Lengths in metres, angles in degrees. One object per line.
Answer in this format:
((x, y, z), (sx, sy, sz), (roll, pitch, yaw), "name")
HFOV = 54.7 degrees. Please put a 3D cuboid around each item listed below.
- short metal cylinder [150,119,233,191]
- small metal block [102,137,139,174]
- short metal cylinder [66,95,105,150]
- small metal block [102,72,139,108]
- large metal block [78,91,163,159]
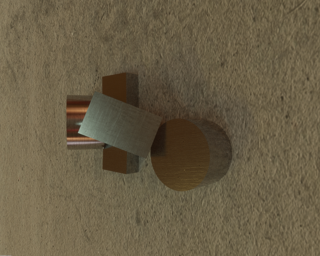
((0.036, 0.029, 0.359), (0.080, 0.050, 0.079), (0, 90, 39), "short metal cylinder")
((-0.057, 0.037, 0.450), (0.050, 0.025, 0.050), (4, 92, 39), "small metal block")
((-0.109, -0.008, 0.454), (0.080, 0.050, 0.079), (180, 89, -75), "short metal cylinder")
((-0.058, -0.051, 0.451), (0.050, 0.025, 0.050), (-1, 89, 39), "small metal block")
((-0.047, -0.002, 0.383), (0.080, 0.080, 0.050), (21, 87, -5), "large metal block")
